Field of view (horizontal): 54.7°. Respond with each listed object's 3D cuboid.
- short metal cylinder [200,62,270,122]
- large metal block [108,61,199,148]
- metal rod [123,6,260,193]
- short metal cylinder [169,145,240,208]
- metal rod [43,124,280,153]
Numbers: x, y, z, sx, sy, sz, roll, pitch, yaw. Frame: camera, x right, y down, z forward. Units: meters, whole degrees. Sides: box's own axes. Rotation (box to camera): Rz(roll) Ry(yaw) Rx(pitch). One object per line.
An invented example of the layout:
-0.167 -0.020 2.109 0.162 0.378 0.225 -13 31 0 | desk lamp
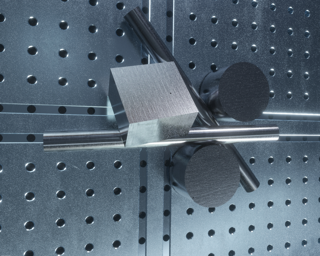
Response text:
0.104 -0.048 0.434 0.081 0.050 0.079 0 90 -20 | short metal cylinder
-0.012 -0.030 0.372 0.081 0.050 0.080 -11 59 -19 | large metal block
0.050 -0.030 0.428 0.025 0.025 0.299 -40 103 -16 | metal rod
0.059 0.061 0.418 0.081 0.050 0.079 0 90 -20 | short metal cylinder
0.013 0.011 0.396 0.302 0.025 0.025 -2 91 -14 | metal rod
